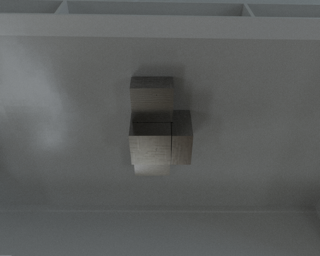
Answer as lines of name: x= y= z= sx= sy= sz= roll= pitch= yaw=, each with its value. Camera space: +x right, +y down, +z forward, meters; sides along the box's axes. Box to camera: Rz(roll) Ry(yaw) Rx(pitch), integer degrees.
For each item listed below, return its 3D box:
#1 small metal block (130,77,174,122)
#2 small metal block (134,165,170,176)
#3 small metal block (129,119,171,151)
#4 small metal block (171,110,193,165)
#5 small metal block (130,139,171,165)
small metal block: x=-0.009 y=-0.034 z=0.377 sx=0.050 sy=0.025 sz=0.050 roll=0 pitch=130 yaw=0
small metal block: x=-0.011 y=0.042 z=0.442 sx=0.050 sy=0.025 sz=0.050 roll=0 pitch=130 yaw=0
small metal block: x=-0.012 y=0.003 z=0.392 sx=0.050 sy=0.050 sz=0.025 roll=0 pitch=130 yaw=0
small metal block: x=0.027 y=0.012 z=0.401 sx=0.025 sy=0.050 sz=0.050 roll=0 pitch=130 yaw=0
small metal block: x=-0.011 y=0.021 z=0.408 sx=0.050 sy=0.050 sz=0.025 roll=0 pitch=130 yaw=0
